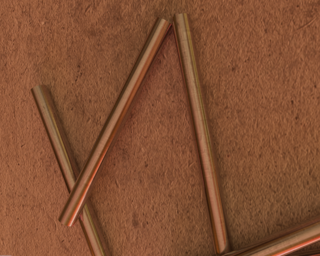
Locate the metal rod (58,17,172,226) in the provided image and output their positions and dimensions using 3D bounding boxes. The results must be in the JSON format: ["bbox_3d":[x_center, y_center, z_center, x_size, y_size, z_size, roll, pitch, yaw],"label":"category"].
[{"bbox_3d":[-0.061,-0.006,0.415,0.025,0.025,0.299,28,93,18],"label":"metal rod"}]

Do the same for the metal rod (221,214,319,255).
[{"bbox_3d":[0.128,0.134,0.348,0.300,0.025,0.025,-28,81,12],"label":"metal rod"}]

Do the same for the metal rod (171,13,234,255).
[{"bbox_3d":[0.053,0.004,0.390,0.025,0.025,0.298,-11,86,19],"label":"metal rod"}]

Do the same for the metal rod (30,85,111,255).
[{"bbox_3d":[-0.128,0.076,0.453,0.025,0.025,0.299,-26,82,18],"label":"metal rod"}]

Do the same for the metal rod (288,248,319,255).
[{"bbox_3d":[0.141,0.160,0.359,0.300,0.025,0.025,-18,84,19],"label":"metal rod"}]
